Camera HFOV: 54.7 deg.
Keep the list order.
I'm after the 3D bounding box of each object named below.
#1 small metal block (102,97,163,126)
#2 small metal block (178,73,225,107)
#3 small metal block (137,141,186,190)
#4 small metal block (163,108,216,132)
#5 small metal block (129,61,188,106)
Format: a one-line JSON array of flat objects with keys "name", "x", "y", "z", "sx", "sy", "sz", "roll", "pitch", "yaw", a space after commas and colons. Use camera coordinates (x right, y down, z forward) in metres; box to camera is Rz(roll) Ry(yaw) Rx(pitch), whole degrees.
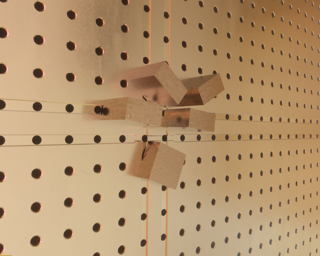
[{"name": "small metal block", "x": -0.033, "y": -0.018, "z": 0.367, "sx": 0.050, "sy": 0.050, "sz": 0.025, "roll": 10, "pitch": 84, "yaw": -40}, {"name": "small metal block", "x": 0.054, "y": -0.054, "z": 0.441, "sx": 0.050, "sy": 0.050, "sz": 0.025, "roll": -36, "pitch": 113, "yaw": -34}, {"name": "small metal block", "x": 0.003, "y": 0.050, "z": 0.414, "sx": 0.050, "sy": 0.025, "sz": 0.050, "roll": 28, "pitch": 72, "yaw": -37}, {"name": "small metal block", "x": 0.040, "y": -0.010, "z": 0.429, "sx": 0.050, "sy": 0.050, "sz": 0.025, "roll": 10, "pitch": 84, "yaw": -40}, {"name": "small metal block", "x": -0.002, "y": -0.054, "z": 0.393, "sx": 0.050, "sy": 0.050, "sz": 0.025, "roll": 48, "pitch": 61, "yaw": -30}]
